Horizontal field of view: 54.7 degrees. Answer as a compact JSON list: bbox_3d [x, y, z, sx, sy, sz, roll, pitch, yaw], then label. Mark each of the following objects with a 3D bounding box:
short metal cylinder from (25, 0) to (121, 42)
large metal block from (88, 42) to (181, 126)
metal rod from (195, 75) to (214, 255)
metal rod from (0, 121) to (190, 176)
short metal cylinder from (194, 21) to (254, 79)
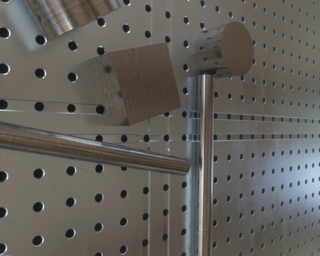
[{"bbox_3d":[-0.085,-0.125,0.301,0.080,0.080,0.050,-40,115,-33],"label":"short metal cylinder"},{"bbox_3d":[-0.028,-0.052,0.369,0.081,0.050,0.080,-22,104,-38],"label":"large metal block"},{"bbox_3d":[0.067,0.071,0.465,0.025,0.025,0.298,2,89,-40],"label":"metal rod"},{"bbox_3d":[-0.080,0.024,0.342,0.302,0.025,0.025,15,81,-39],"label":"metal rod"},{"bbox_3d":[0.099,-0.117,0.476,0.081,0.050,0.079,0,90,-40],"label":"short metal cylinder"}]
